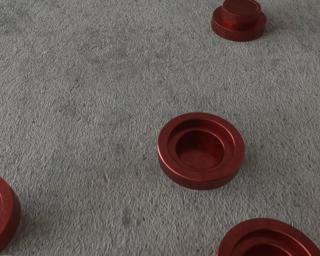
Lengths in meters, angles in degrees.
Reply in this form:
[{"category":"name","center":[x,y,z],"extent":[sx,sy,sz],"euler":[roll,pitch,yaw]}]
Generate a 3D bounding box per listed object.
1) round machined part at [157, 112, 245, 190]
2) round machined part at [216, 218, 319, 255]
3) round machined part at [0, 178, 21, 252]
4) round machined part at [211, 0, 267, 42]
[{"category":"round machined part","center":[0.046,0.031,0.367],"extent":[0.099,0.042,0.098],"euler":[0,50,0]},{"category":"round machined part","center":[0.096,0.136,0.278],"extent":[0.099,0.042,0.098],"euler":[0,50,0]},{"category":"round machined part","center":[-0.190,0.097,0.310],"extent":[0.099,0.042,0.098],"euler":[0,50,0]},{"category":"round machined part","center":[0.145,-0.203,0.563],"extent":[0.099,0.042,0.098],"euler":[0,50,0]}]
